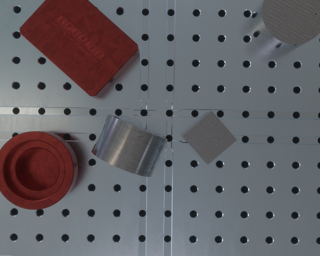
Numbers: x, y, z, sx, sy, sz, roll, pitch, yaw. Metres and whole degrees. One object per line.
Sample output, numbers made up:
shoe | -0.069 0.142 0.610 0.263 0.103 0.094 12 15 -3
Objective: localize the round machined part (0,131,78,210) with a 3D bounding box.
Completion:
round machined part | -0.156 0.053 0.404 0.099 0.042 0.097 0 90 0

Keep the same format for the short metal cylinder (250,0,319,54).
short metal cylinder | 0.164 -0.142 0.402 0.081 0.050 0.079 0 90 0

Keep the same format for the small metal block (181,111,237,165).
small metal block | 0.065 0.013 0.414 0.050 0.025 0.050 -41 90 0

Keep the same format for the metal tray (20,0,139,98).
metal tray | -0.104 -0.114 0.410 0.130 0.030 0.090 42 90 0

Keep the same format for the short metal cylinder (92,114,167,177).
short metal cylinder | -0.037 0.021 0.386 0.080 0.080 0.050 24 90 0
